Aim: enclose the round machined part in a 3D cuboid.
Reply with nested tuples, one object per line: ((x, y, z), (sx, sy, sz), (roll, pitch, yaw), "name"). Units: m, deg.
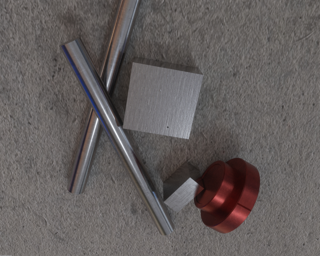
((0.080, 0.081, 0.402), (0.042, 0.098, 0.098), (30, 107, -11), "round machined part")

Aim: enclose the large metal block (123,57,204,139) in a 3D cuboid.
((0.002, -0.038, 0.382), (0.081, 0.050, 0.079), (9, 110, -4), "large metal block")

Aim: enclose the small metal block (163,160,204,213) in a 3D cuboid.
((0.031, 0.079, 0.426), (0.025, 0.050, 0.050), (40, 105, -14), "small metal block")

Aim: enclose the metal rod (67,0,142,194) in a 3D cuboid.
((-0.071, -0.046, 0.391), (0.025, 0.025, 0.298), (18, 109, -7), "metal rod")

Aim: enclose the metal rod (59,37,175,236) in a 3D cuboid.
((-0.044, 0.029, 0.401), (0.025, 0.025, 0.299), (-20, 116, 7), "metal rod")
